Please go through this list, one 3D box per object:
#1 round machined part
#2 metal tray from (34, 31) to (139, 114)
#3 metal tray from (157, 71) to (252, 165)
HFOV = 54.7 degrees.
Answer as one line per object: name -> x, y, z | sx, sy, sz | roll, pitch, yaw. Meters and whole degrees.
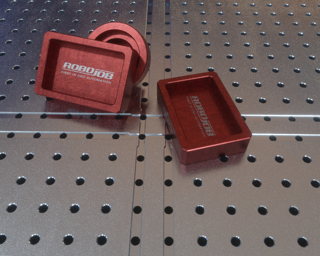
round machined part -> -0.061, -0.103, 0.460 | 0.098, 0.042, 0.097 | 1, 93, 12
metal tray -> -0.103, -0.077, 0.432 | 0.131, 0.030, 0.089 | 14, 96, 10
metal tray -> 0.055, -0.019, 0.421 | 0.091, 0.030, 0.130 | -11, 51, -10
